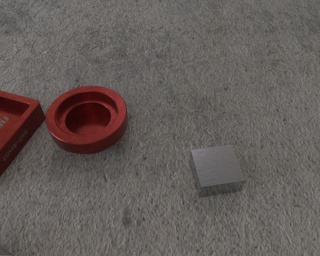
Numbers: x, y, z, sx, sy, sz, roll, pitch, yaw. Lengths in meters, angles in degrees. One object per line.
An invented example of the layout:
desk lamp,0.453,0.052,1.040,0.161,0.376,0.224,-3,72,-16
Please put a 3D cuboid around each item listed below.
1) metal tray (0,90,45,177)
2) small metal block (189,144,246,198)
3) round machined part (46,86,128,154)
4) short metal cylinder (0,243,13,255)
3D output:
metal tray,-0.220,0.010,0.390,0.090,0.030,0.130,15,51,12
small metal block,0.065,0.050,0.362,0.050,0.025,0.050,-7,50,-6
round machined part,-0.090,-0.006,0.397,0.099,0.042,0.098,0,50,0
short metal cylinder,-0.176,0.134,0.273,0.081,0.050,0.080,0,50,0
